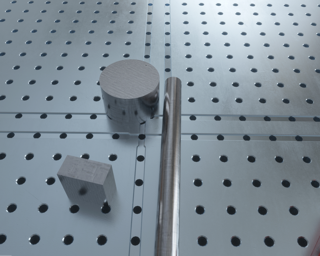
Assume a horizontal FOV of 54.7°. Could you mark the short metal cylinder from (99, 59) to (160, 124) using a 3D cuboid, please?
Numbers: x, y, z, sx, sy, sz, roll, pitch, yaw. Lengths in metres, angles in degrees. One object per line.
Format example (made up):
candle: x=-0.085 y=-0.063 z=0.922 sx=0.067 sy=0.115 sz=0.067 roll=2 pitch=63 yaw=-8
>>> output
short metal cylinder: x=-0.041 y=-0.051 z=0.434 sx=0.081 sy=0.050 sz=0.080 roll=0 pitch=50 yaw=0

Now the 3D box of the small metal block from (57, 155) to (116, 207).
small metal block: x=-0.079 y=0.059 z=0.341 sx=0.050 sy=0.050 sz=0.025 roll=11 pitch=51 yaw=9

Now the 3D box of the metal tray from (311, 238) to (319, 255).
metal tray: x=0.191 y=0.141 z=0.288 sx=0.090 sy=0.030 sz=0.131 roll=31 pitch=56 yaw=23

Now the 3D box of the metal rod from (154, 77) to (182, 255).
metal rod: x=0.012 y=0.047 z=0.367 sx=0.025 sy=0.025 sz=0.300 roll=3 pitch=50 yaw=2
